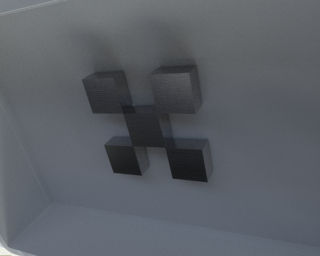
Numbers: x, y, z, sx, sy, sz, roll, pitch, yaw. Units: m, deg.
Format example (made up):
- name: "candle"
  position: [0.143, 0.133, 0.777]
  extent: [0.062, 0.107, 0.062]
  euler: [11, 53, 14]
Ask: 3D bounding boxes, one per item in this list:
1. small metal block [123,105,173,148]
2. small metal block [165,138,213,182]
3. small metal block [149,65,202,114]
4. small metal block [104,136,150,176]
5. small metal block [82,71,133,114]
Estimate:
- name: "small metal block"
  position: [-0.015, -0.002, 0.412]
  extent: [0.050, 0.025, 0.050]
  euler: [1, 119, 28]
- name: "small metal block"
  position: [0.040, 0.042, 0.411]
  extent: [0.050, 0.025, 0.050]
  euler: [1, 119, 27]
- name: "small metal block"
  position: [0.019, -0.045, 0.368]
  extent: [0.050, 0.025, 0.050]
  euler: [2, 120, 27]
- name: "small metal block"
  position: [-0.048, 0.041, 0.457]
  extent: [0.050, 0.025, 0.050]
  euler: [1, 119, 28]
- name: "small metal block"
  position: [-0.070, -0.047, 0.414]
  extent: [0.050, 0.025, 0.050]
  euler: [2, 119, 27]
